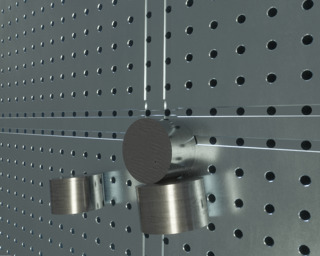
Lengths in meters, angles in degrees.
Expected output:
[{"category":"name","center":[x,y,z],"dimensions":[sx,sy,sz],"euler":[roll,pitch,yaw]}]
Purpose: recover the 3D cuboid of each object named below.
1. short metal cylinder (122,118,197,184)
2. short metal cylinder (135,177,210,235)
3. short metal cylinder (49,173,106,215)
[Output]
[{"category":"short metal cylinder","center":[-0.001,0.028,0.392],"dimensions":[0.080,0.050,0.079],"euler":[0,90,39]},{"category":"short metal cylinder","center":[0.014,0.088,0.360],"dimensions":[0.080,0.081,0.050],"euler":[-12,83,39]},{"category":"short metal cylinder","center":[-0.126,0.099,0.475],"dimensions":[0.080,0.081,0.050],"euler":[-9,84,39]}]
